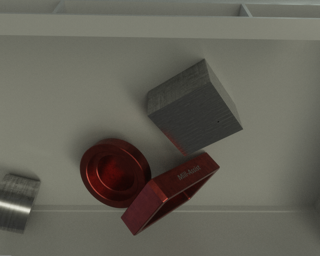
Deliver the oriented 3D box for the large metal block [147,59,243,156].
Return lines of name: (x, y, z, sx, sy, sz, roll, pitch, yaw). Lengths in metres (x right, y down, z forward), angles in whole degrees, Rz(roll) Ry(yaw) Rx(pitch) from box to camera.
large metal block: (0.042, -0.022, 0.375, 0.080, 0.050, 0.080, -28, 125, 21)

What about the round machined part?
round machined part: (-0.057, 0.059, 0.431, 0.098, 0.042, 0.097, 7, 113, 18)

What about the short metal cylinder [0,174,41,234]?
short metal cylinder: (-0.218, 0.114, 0.467, 0.050, 0.080, 0.079, 18, 128, -15)

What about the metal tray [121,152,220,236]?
metal tray: (0.017, 0.088, 0.427, 0.131, 0.030, 0.089, -17, 149, -48)
